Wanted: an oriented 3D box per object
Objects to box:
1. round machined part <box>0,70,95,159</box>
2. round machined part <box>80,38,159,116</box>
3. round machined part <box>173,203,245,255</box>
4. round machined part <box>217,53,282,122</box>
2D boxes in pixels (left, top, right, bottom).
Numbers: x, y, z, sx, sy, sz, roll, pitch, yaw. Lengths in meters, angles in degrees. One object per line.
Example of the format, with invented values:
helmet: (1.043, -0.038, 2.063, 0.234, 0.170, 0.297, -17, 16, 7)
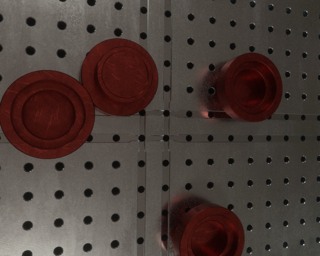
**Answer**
round machined part: (-0.128, -0.015, 0.357, 0.099, 0.042, 0.097, 0, 90, -21)
round machined part: (-0.048, -0.063, 0.387, 0.099, 0.042, 0.097, 0, 90, -21)
round machined part: (0.064, 0.153, 0.429, 0.099, 0.042, 0.097, 0, 90, -21)
round machined part: (0.125, -0.057, 0.451, 0.099, 0.042, 0.097, 0, 90, -21)
